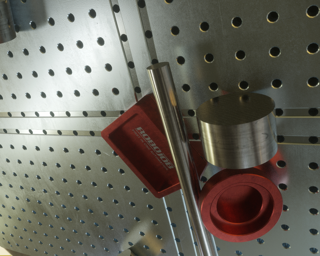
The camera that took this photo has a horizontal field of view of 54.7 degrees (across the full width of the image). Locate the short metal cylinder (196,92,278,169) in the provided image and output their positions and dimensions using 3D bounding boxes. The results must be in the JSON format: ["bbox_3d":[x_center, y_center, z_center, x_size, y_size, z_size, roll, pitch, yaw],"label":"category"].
[{"bbox_3d":[0.082,0.000,0.332,0.080,0.080,0.050,1,119,28],"label":"short metal cylinder"}]

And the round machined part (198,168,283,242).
[{"bbox_3d":[0.097,0.090,0.388,0.099,0.042,0.097,-1,111,-2],"label":"round machined part"}]

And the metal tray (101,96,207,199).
[{"bbox_3d":[-0.010,0.030,0.431,0.090,0.030,0.130,-34,99,38],"label":"metal tray"}]

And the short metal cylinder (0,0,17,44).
[{"bbox_3d":[-0.239,-0.145,0.412,0.080,0.080,0.050,15,125,19],"label":"short metal cylinder"}]

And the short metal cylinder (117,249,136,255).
[{"bbox_3d":[-0.068,0.279,0.584,0.050,0.080,0.080,48,129,-6],"label":"short metal cylinder"}]

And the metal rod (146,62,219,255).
[{"bbox_3d":[0.036,0.064,0.392,0.025,0.025,0.298,-2,117,29],"label":"metal rod"}]
